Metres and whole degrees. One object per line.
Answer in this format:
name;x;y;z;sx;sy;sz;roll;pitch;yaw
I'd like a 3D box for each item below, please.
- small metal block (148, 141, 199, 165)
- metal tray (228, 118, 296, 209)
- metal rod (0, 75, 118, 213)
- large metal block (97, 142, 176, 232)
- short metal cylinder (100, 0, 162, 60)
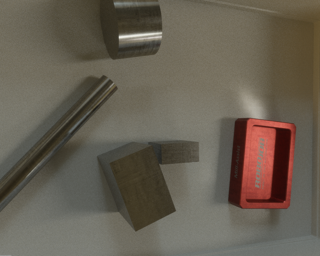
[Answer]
small metal block;0.017;0.031;0.405;0.050;0.050;0.025;-2;91;-20
metal tray;0.155;0.053;0.466;0.091;0.030;0.129;6;88;-20
metal rod;-0.158;0.053;0.352;0.025;0.025;0.300;45;76;-15
large metal block;-0.031;0.064;0.371;0.050;0.080;0.080;-22;98;-19
short metal cylinder;-0.036;-0.125;0.368;0.050;0.080;0.079;-12;94;-20
